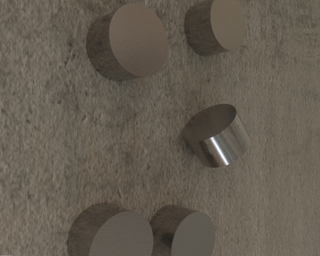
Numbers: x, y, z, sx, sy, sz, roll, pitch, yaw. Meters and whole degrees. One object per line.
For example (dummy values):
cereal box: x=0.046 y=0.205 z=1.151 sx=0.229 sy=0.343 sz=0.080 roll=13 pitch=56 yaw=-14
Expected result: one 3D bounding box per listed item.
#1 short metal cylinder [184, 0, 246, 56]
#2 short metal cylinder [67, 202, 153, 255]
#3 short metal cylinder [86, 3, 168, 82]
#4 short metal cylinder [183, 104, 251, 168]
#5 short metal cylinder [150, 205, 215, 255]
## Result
short metal cylinder: x=0.082 y=-0.151 z=0.459 sx=0.081 sy=0.050 sz=0.079 roll=0 pitch=90 yaw=-40
short metal cylinder: x=-0.054 y=0.128 z=0.345 sx=0.081 sy=0.050 sz=0.079 roll=0 pitch=90 yaw=-40
short metal cylinder: x=-0.037 y=-0.096 z=0.359 sx=0.081 sy=0.050 sz=0.079 roll=0 pitch=90 yaw=-40
short metal cylinder: x=0.080 y=0.010 z=0.439 sx=0.080 sy=0.080 sz=0.050 roll=-49 pitch=119 yaw=-29
short metal cylinder: x=0.028 y=0.147 z=0.415 sx=0.081 sy=0.050 sz=0.079 roll=0 pitch=90 yaw=-40
